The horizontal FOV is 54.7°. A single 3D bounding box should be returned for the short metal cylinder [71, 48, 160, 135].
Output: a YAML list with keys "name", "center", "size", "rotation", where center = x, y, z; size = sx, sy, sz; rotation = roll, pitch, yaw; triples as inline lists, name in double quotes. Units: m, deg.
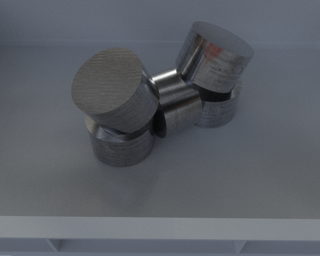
- name: "short metal cylinder"
  center: [-0.047, -0.039, 0.335]
  size: [0.080, 0.050, 0.080]
  rotation: [-9, 62, 17]

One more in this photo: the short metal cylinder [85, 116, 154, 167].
- name: "short metal cylinder"
  center: [-0.048, 0.001, 0.385]
  size: [0.081, 0.050, 0.080]
  rotation: [0, 50, 0]

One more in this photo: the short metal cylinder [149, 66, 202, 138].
- name: "short metal cylinder"
  center: [0.010, -0.033, 0.395]
  size: [0.050, 0.080, 0.080]
  rotation: [-24, 54, -19]

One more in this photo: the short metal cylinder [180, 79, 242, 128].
- name: "short metal cylinder"
  center: [0.067, -0.047, 0.427]
  size: [0.081, 0.050, 0.080]
  rotation: [0, 50, 0]

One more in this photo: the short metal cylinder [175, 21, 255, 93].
- name: "short metal cylinder"
  center: [0.065, -0.087, 0.376]
  size: [0.081, 0.050, 0.080]
  rotation: [18, 35, -13]
